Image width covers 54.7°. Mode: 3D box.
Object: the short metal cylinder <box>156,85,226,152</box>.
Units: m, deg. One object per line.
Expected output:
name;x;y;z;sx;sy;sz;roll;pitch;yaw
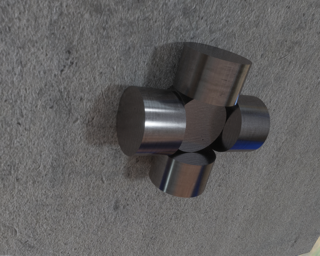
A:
short metal cylinder;0.039;-0.015;0.406;0.081;0.050;0.079;-14;125;-21

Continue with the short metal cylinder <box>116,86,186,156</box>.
short metal cylinder;-0.013;-0.007;0.363;0.050;0.080;0.079;2;118;-30

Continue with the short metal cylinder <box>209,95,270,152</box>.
short metal cylinder;0.102;-0.007;0.427;0.050;0.080;0.079;2;118;-30

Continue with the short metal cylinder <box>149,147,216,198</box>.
short metal cylinder;0.030;0.049;0.421;0.081;0.080;0.050;0;118;-29

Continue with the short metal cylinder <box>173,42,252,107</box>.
short metal cylinder;0.061;-0.065;0.366;0.081;0.080;0.050;1;118;-30
